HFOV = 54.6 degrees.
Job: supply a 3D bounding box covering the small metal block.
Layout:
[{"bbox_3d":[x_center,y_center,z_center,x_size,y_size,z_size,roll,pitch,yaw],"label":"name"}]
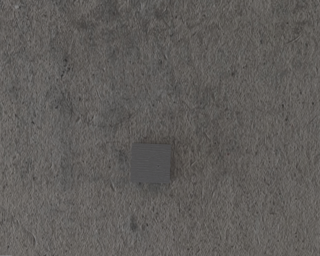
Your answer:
[{"bbox_3d":[-0.012,0.045,0.410,0.050,0.025,0.050,2,90,0],"label":"small metal block"}]
